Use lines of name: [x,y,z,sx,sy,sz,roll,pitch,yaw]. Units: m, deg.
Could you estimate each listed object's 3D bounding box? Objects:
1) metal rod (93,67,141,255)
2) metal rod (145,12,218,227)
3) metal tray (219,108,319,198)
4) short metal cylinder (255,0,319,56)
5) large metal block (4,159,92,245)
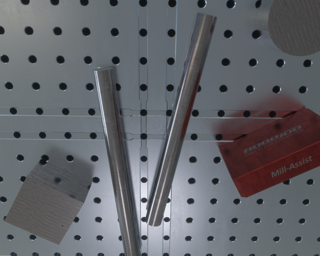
metal rod: [-0.056,0.066,0.436,0.025,0.025,0.298,-5,110,2]
metal rod: [0.023,0.003,0.414,0.025,0.025,0.298,12,110,-5]
metal tray: [0.147,0.028,0.390,0.130,0.090,0.030,-26,108,9]
short metal cylinder: [0.156,-0.126,0.355,0.081,0.050,0.079,0,110,0]
large metal block: [-0.155,0.104,0.437,0.080,0.050,0.080,29,107,-10]
